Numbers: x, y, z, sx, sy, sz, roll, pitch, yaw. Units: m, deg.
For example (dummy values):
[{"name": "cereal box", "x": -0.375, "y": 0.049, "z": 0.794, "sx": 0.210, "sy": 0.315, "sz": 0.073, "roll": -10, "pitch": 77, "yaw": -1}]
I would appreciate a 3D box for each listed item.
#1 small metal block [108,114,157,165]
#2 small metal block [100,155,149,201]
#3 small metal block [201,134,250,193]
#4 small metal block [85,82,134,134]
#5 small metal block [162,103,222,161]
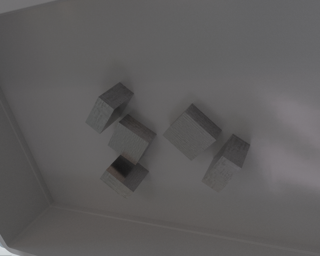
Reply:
[{"name": "small metal block", "x": -0.040, "y": 0.017, "z": 0.440, "sx": 0.050, "sy": 0.025, "sz": 0.050, "roll": 35, "pitch": 129, "yaw": 5}, {"name": "small metal block", "x": -0.052, "y": 0.071, "z": 0.464, "sx": 0.050, "sy": 0.050, "sz": 0.025, "roll": 39, "pitch": 129, "yaw": 2}, {"name": "small metal block", "x": 0.080, "y": 0.043, "z": 0.376, "sx": 0.025, "sy": 0.050, "sz": 0.050, "roll": 34, "pitch": 129, "yaw": 6}, {"name": "small metal block", "x": -0.067, "y": -0.027, "z": 0.411, "sx": 0.025, "sy": 0.050, "sz": 0.050, "roll": 39, "pitch": 129, "yaw": 2}, {"name": "small metal block", "x": 0.040, "y": 0.006, "z": 0.391, "sx": 0.050, "sy": 0.025, "sz": 0.050, "roll": 42, "pitch": 129, "yaw": -1}]
